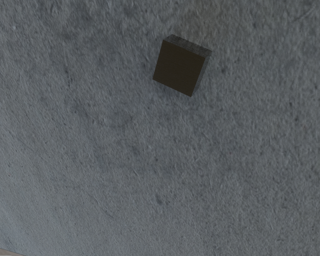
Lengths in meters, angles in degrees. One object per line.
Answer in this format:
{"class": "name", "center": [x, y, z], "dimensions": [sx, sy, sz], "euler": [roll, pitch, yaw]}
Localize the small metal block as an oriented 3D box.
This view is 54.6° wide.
{"class": "small metal block", "center": [0.024, -0.071, 0.351], "dimensions": [0.050, 0.025, 0.050], "euler": [27, 128, 11]}
